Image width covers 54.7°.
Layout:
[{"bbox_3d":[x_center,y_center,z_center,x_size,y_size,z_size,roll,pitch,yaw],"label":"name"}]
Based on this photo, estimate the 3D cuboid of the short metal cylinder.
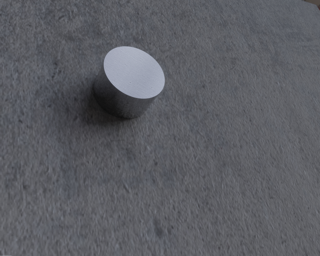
[{"bbox_3d":[-0.041,-0.058,0.403,0.081,0.050,0.080,14,56,-21],"label":"short metal cylinder"}]
